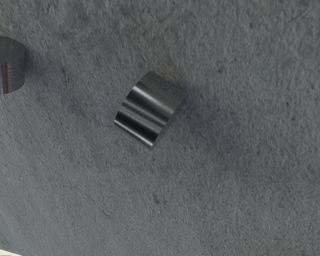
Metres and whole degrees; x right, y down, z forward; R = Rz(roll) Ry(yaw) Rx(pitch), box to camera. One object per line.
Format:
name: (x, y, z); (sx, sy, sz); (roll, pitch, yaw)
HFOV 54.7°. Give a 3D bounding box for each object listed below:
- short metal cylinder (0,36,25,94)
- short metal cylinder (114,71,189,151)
short metal cylinder: (-0.234, -0.091, 0.436); (0.080, 0.080, 0.050); (27, 128, 11)
short metal cylinder: (-0.009, -0.020, 0.363); (0.050, 0.080, 0.079); (34, 129, 5)
